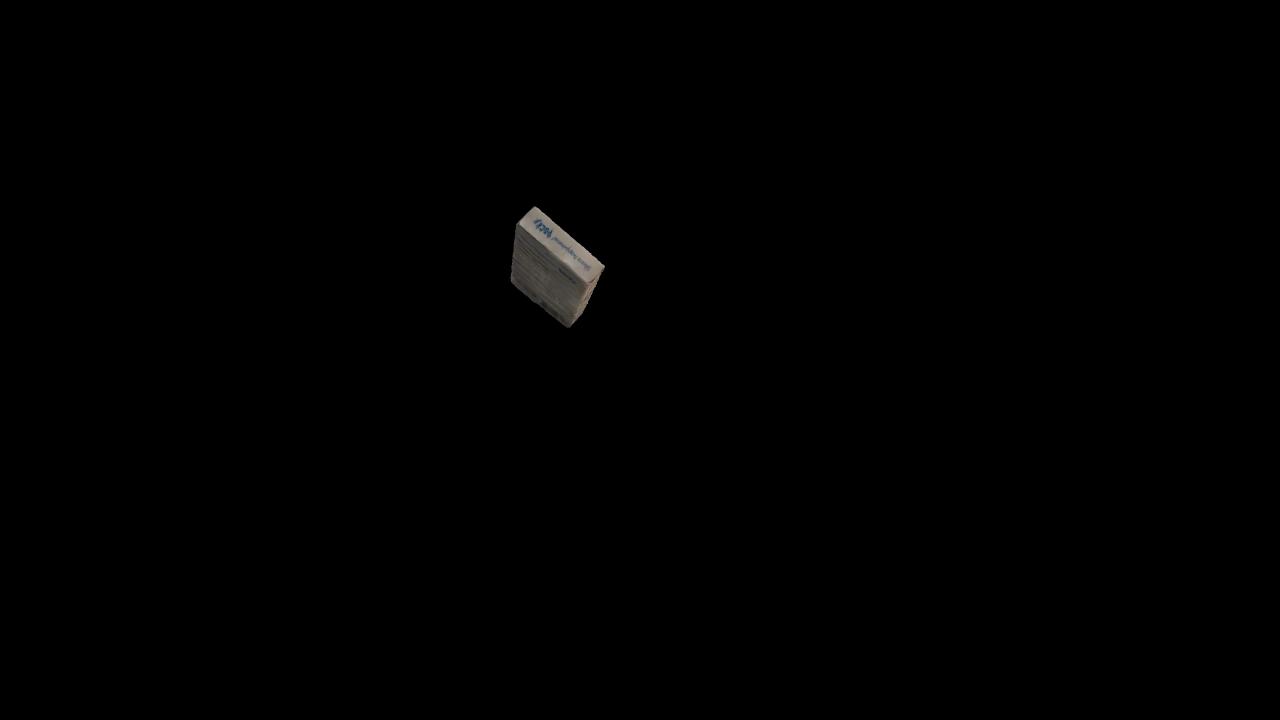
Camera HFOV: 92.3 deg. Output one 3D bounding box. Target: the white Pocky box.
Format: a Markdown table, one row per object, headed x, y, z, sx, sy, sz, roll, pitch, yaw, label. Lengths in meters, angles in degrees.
| x | y | z | sx | sy | sz | roll | pitch | yaw | label |
| --- | --- | --- | --- | --- | --- | --- | --- | --- | --- |
| -0.085 | -0.083 | 0.600 | 0.084 | 0.028 | 0.154 | 40 | -18 | -3 | white Pocky box |
